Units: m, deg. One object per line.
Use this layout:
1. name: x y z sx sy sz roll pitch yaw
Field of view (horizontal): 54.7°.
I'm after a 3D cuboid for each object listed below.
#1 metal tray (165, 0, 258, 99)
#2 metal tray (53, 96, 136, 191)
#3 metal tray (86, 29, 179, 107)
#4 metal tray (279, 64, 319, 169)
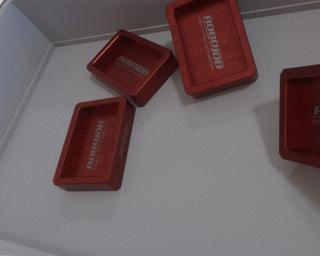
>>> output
1. metal tray: 0.066 -0.113 0.403 0.090 0.030 0.129 -16 79 19
2. metal tray: -0.089 0.021 0.434 0.090 0.030 0.130 -6 59 24
3. metal tray: -0.046 -0.098 0.484 0.130 0.030 0.090 34 80 38
4. metal tray: 0.154 -0.009 0.255 0.130 0.030 0.089 -164 72 -71
